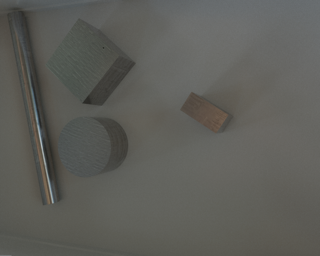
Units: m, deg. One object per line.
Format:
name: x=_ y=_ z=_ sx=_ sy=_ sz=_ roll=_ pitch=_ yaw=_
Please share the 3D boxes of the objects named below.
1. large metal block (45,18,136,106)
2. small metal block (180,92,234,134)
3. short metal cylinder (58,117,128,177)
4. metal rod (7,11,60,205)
large metal block: x=-0.096 y=-0.089 z=0.430 sx=0.080 sy=0.050 sz=0.080 roll=44 pitch=103 yaw=14
small metal block: x=0.058 y=-0.018 z=0.376 sx=0.050 sy=0.050 sz=0.025 roll=35 pitch=101 yaw=16
short metal cylinder: x=-0.091 y=0.025 z=0.428 sx=0.080 sy=0.050 sz=0.079 roll=0 pitch=90 yaw=19
metal rod: x=-0.195 y=-0.033 z=0.477 sx=0.025 sy=0.025 sz=0.298 roll=-14 pitch=85 yaw=19
